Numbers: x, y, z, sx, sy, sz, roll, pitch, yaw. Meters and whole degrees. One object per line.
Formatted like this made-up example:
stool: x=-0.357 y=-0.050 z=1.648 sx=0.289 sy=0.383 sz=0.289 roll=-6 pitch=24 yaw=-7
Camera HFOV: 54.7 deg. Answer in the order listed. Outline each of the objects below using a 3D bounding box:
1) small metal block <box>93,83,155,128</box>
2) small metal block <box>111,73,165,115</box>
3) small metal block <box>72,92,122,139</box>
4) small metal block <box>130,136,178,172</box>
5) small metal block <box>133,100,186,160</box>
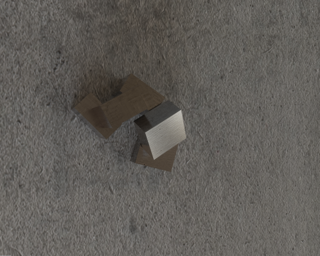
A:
small metal block: x=-0.040 y=-0.023 z=0.330 sx=0.050 sy=0.050 sz=0.025 roll=-31 pitch=101 yaw=-18
small metal block: x=-0.029 y=-0.040 z=0.387 sx=0.050 sy=0.050 sz=0.025 roll=34 pitch=79 yaw=-17
small metal block: x=-0.077 y=-0.014 z=0.369 sx=0.025 sy=0.050 sz=0.050 roll=-47 pitch=105 yaw=-14
small metal block: x=-0.006 y=0.027 z=0.409 sx=0.050 sy=0.025 sz=0.050 roll=17 pitch=84 yaw=-20
small metal block: x=0.001 y=0.002 z=0.372 sx=0.050 sy=0.025 sz=0.050 roll=-33 pitch=138 yaw=-17
